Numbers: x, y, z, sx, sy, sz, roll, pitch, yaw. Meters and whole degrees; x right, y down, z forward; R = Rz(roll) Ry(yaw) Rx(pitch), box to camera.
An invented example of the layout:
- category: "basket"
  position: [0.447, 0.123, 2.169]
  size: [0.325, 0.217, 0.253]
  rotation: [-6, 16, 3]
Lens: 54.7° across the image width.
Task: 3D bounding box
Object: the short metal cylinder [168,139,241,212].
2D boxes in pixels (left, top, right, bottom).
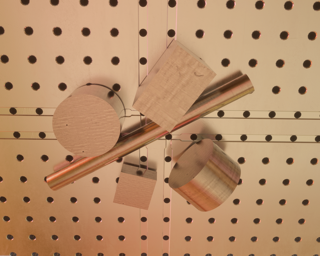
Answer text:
- category: "short metal cylinder"
  position: [0.057, 0.060, 0.403]
  size: [0.050, 0.080, 0.080]
  rotation: [42, 105, -14]

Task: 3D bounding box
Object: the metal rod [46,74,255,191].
- category: "metal rod"
  position: [-0.019, 0.010, 0.413]
  size: [0.301, 0.025, 0.025]
  rotation: [-27, 108, 9]

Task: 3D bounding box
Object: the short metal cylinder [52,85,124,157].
- category: "short metal cylinder"
  position: [-0.087, -0.010, 0.391]
  size: [0.081, 0.050, 0.079]
  rotation: [0, 110, 0]

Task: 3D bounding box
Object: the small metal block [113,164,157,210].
- category: "small metal block"
  position: [-0.035, 0.084, 0.440]
  size: [0.050, 0.025, 0.050]
  rotation: [14, 109, -6]

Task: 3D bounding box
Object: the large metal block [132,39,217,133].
- category: "large metal block"
  position: [0.014, -0.053, 0.361]
  size: [0.050, 0.080, 0.080]
  rotation: [35, 106, -12]
